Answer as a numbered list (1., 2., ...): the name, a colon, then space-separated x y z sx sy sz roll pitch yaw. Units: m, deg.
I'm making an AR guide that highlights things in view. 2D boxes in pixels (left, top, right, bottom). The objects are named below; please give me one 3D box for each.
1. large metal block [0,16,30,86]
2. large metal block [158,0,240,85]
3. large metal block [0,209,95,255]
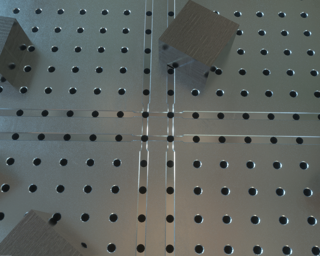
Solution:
1. large metal block: -0.245 -0.112 0.438 0.080 0.050 0.080 9 70 3
2. large metal block: 0.054 -0.122 0.443 0.080 0.050 0.080 31 73 11
3. large metal block: -0.134 0.150 0.343 0.080 0.050 0.080 36 74 12
